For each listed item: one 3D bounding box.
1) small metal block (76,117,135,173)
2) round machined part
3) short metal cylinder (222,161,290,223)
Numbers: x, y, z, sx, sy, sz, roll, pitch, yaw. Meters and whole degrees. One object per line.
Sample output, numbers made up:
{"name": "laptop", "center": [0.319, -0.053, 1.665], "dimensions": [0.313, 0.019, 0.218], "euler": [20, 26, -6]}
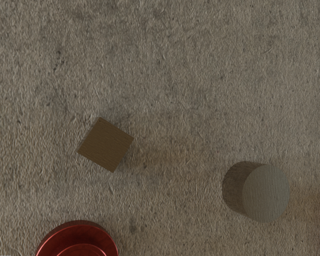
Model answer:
{"name": "small metal block", "center": [-0.069, 0.020, 0.384], "dimensions": [0.050, 0.025, 0.050], "euler": [34, 79, -17]}
{"name": "round machined part", "center": [-0.097, 0.163, 0.365], "dimensions": [0.099, 0.042, 0.097], "euler": [0, 90, -21]}
{"name": "short metal cylinder", "center": [0.138, 0.090, 0.449], "dimensions": [0.081, 0.050, 0.079], "euler": [0, 90, -20]}
